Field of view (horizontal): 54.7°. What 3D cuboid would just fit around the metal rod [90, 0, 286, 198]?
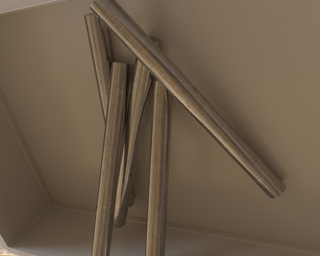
[{"bbox_3d":[0.040,-0.027,0.349,0.300,0.025,0.025,45,129,-12],"label":"metal rod"}]

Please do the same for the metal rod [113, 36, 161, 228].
[{"bbox_3d":[-0.040,0.025,0.426,0.025,0.025,0.298,22,121,15],"label":"metal rod"}]

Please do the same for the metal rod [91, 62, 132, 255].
[{"bbox_3d":[-0.068,0.065,0.412,0.025,0.025,0.298,12,101,22],"label":"metal rod"}]

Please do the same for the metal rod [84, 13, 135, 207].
[{"bbox_3d":[-0.066,-0.006,0.439,0.025,0.025,0.298,9,123,23],"label":"metal rod"}]

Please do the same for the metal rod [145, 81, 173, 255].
[{"bbox_3d":[-0.003,0.093,0.385,0.025,0.025,0.298,5,95,26],"label":"metal rod"}]
